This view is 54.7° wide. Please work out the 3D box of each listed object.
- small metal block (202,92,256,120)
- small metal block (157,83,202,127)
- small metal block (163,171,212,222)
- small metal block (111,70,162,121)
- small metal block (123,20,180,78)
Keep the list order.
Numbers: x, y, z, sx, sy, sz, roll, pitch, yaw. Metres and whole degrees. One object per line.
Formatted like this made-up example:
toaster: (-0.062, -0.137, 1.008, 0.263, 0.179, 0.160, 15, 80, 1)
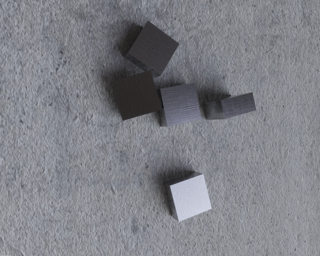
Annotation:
small metal block: (0.095, -0.030, 0.431, 0.050, 0.050, 0.025, -16, 96, -19)
small metal block: (0.024, -0.031, 0.418, 0.050, 0.025, 0.050, -12, 94, -20)
small metal block: (0.037, 0.092, 0.423, 0.050, 0.025, 0.050, -16, 96, -19)
small metal block: (-0.028, -0.041, 0.389, 0.050, 0.025, 0.050, -16, 96, 3)
small metal block: (-0.011, -0.101, 0.405, 0.050, 0.025, 0.050, 32, 79, -17)
